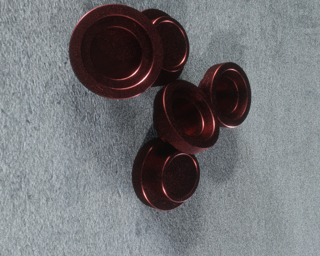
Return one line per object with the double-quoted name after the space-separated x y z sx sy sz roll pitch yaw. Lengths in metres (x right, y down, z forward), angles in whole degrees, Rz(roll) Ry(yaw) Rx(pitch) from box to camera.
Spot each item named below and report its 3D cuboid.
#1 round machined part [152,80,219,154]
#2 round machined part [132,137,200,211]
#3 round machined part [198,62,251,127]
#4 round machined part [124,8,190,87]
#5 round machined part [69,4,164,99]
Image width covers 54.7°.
0.029 -0.011 0.408 0.099 0.042 0.098 22 53 -33 "round machined part"
0.015 0.061 0.409 0.099 0.042 0.097 0 90 -40 "round machined part"
0.095 -0.050 0.477 0.099 0.042 0.097 0 90 -40 "round machined part"
0.000 -0.103 0.396 0.099 0.042 0.097 0 90 -40 "round machined part"
-0.049 -0.081 0.341 0.099 0.042 0.097 -3 98 -19 "round machined part"
